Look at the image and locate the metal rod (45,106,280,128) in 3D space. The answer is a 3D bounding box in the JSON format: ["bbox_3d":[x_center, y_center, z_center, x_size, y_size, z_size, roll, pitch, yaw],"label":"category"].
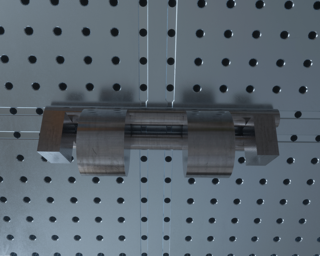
[{"bbox_3d":[0.003,-0.015,0.408,0.302,0.025,0.025,1,110,-1],"label":"metal rod"}]

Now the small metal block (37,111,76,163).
[{"bbox_3d":[-0.125,0.013,0.380,0.025,0.050,0.050,1,68,0],"label":"small metal block"}]

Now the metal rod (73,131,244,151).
[{"bbox_3d":[0.000,0.018,0.420,0.302,0.025,0.025,1,110,-1],"label":"metal rod"}]

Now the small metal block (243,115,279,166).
[{"bbox_3d":[0.123,0.016,0.383,0.025,0.050,0.050,1,69,0],"label":"small metal block"}]

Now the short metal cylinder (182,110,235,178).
[{"bbox_3d":[0.055,0.019,0.368,0.050,0.080,0.079,1,110,0],"label":"short metal cylinder"}]

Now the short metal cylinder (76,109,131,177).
[{"bbox_3d":[-0.063,0.017,0.366,0.050,0.080,0.079,1,110,0],"label":"short metal cylinder"}]
